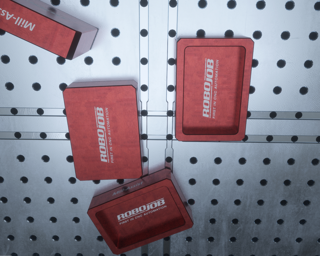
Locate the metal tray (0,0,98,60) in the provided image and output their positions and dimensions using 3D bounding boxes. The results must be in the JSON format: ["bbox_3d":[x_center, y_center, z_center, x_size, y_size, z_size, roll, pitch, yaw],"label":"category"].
[{"bbox_3d":[-0.141,-0.120,0.333,0.131,0.090,0.030,24,108,-9],"label":"metal tray"}]

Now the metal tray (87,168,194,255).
[{"bbox_3d":[-0.027,0.124,0.456,0.130,0.030,0.090,-23,109,8],"label":"metal tray"}]

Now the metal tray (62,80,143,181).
[{"bbox_3d":[-0.071,0.005,0.412,0.090,0.030,0.129,-3,110,1],"label":"metal tray"}]

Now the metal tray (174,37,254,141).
[{"bbox_3d":[0.064,-0.048,0.393,0.090,0.030,0.129,0,110,0],"label":"metal tray"}]
